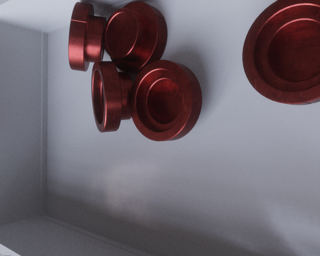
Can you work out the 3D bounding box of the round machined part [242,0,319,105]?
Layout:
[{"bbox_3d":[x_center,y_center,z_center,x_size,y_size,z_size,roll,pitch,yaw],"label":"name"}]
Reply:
[{"bbox_3d":[0.131,-0.070,0.287,0.098,0.042,0.097,0,90,40],"label":"round machined part"}]

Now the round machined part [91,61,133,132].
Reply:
[{"bbox_3d":[-0.066,-0.044,0.433,0.098,0.042,0.097,175,90,-68],"label":"round machined part"}]

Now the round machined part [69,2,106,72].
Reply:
[{"bbox_3d":[-0.104,-0.133,0.460,0.098,0.042,0.097,-171,89,-83],"label":"round machined part"}]

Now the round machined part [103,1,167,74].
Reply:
[{"bbox_3d":[-0.041,-0.126,0.430,0.098,0.042,0.097,0,90,40],"label":"round machined part"}]

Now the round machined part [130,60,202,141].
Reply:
[{"bbox_3d":[0.011,-0.033,0.387,0.098,0.042,0.097,0,90,40],"label":"round machined part"}]
